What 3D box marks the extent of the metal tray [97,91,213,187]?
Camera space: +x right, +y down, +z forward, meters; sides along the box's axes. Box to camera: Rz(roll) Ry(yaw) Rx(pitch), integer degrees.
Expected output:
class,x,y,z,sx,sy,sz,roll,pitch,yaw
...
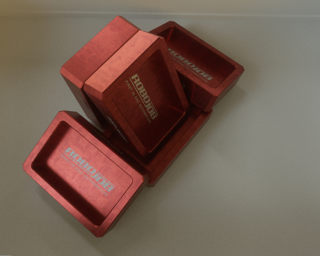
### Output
class,x,y,z,sx,sy,sz,roll,pitch,yaw
metal tray,-0.005,0.000,0.405,0.090,0.030,0.130,37,74,12

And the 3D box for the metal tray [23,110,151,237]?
class,x,y,z,sx,sy,sz,roll,pitch,yaw
metal tray,-0.088,0.051,0.367,0.130,0.030,0.090,38,98,12

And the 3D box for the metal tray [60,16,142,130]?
class,x,y,z,sx,sy,sz,roll,pitch,yaw
metal tray,-0.059,-0.059,0.372,0.030,0.130,0.090,38,75,13

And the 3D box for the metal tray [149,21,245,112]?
class,x,y,z,sx,sy,sz,roll,pitch,yaw
metal tray,0.038,-0.088,0.420,0.130,0.030,0.090,37,49,12

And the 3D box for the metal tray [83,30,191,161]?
class,x,y,z,sx,sy,sz,roll,pitch,yaw
metal tray,-0.017,-0.031,0.350,0.030,0.130,0.090,31,71,35
